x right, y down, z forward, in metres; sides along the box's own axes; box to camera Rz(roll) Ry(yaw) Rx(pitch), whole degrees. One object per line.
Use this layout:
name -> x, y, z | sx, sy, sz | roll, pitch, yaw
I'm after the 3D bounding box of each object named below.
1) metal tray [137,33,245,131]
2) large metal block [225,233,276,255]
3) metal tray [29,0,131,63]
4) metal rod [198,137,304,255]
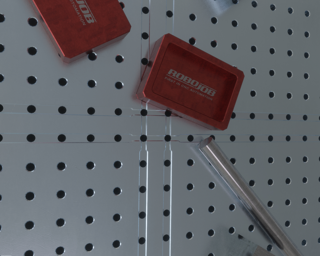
metal tray -> 0.044, -0.059, 0.426 | 0.131, 0.030, 0.090 | 22, 83, -19
large metal block -> 0.136, 0.215, 0.450 | 0.080, 0.050, 0.080 | 35, 79, -17
metal tray -> -0.105, -0.156, 0.371 | 0.091, 0.030, 0.130 | -31, 100, -18
metal rod -> 0.156, 0.133, 0.470 | 0.025, 0.025, 0.300 | -43, 104, -15
